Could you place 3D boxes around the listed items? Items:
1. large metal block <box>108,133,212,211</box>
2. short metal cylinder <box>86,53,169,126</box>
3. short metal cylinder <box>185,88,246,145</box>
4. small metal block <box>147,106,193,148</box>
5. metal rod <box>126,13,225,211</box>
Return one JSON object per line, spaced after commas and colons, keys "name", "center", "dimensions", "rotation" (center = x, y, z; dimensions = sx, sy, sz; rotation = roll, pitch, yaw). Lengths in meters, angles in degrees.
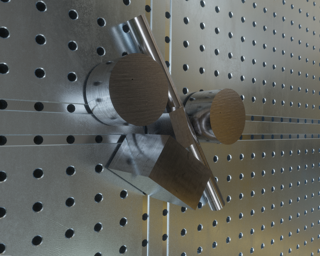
{"name": "large metal block", "center": [0.000, 0.050, 0.368], "dimensions": [0.080, 0.080, 0.050], "rotation": [41, 66, -32]}
{"name": "short metal cylinder", "center": [-0.037, -0.042, 0.357], "dimensions": [0.081, 0.050, 0.079], "rotation": [0, 90, -40]}
{"name": "short metal cylinder", "center": [0.081, -0.016, 0.456], "dimensions": [0.081, 0.050, 0.079], "rotation": [0, 90, -40]}
{"name": "small metal block", "center": [0.010, 0.001, 0.396], "dimensions": [0.025, 0.050, 0.050], "rotation": [-27, 107, -37]}
{"name": "metal rod", "center": [0.029, -0.008, 0.429], "dimensions": [0.025, 0.025, 0.299], "rotation": [-39, 114, -33]}
